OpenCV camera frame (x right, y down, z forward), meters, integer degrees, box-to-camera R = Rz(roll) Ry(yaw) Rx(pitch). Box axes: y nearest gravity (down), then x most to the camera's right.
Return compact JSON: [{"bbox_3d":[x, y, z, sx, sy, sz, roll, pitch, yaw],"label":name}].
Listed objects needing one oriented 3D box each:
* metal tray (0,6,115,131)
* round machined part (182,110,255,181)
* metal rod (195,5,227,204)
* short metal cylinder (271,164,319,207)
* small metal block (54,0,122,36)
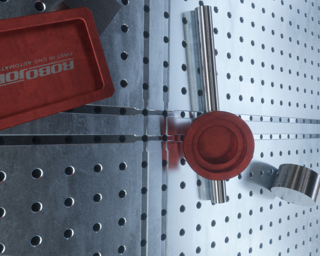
[{"bbox_3d":[-0.118,-0.056,0.291,0.131,0.030,0.089,-21,104,-26],"label":"metal tray"},{"bbox_3d":[0.082,0.023,0.448,0.099,0.042,0.097,0,95,1],"label":"round machined part"},{"bbox_3d":[0.079,-0.032,0.477,0.025,0.025,0.298,-10,96,-40],"label":"metal rod"},{"bbox_3d":[0.263,0.110,0.598,0.080,0.080,0.050,42,65,-33],"label":"short metal cylinder"},{"bbox_3d":[-0.079,-0.134,0.344,0.050,0.025,0.050,43,64,-32],"label":"small metal block"}]
